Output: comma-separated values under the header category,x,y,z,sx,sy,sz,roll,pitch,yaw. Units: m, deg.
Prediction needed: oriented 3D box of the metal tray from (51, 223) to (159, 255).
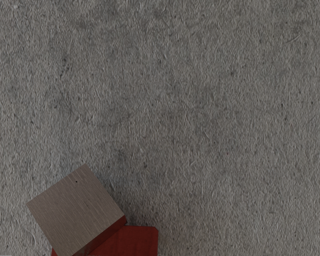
category,x,y,z,sx,sy,sz,roll,pitch,yaw
metal tray,-0.069,0.170,0.393,0.131,0.030,0.090,3,72,0

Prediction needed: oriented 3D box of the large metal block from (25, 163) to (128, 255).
category,x,y,z,sx,sy,sz,roll,pitch,yaw
large metal block,-0.097,0.103,0.373,0.080,0.050,0.080,-35,69,-18

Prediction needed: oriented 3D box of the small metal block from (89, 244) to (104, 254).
category,x,y,z,sx,sy,sz,roll,pitch,yaw
small metal block,-0.084,0.182,0.409,0.050,0.025,0.050,29,90,0
